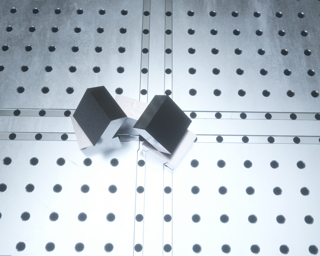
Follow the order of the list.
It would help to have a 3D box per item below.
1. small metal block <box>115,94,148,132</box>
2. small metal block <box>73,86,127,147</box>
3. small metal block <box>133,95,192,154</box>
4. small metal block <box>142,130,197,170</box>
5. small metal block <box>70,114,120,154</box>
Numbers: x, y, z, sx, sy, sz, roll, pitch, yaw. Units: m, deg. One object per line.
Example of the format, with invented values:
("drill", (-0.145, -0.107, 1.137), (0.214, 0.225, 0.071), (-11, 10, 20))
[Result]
("small metal block", (-0.034, -0.016, 0.404), (0.050, 0.050, 0.025), (18, 71, 6))
("small metal block", (-0.073, -0.014, 0.373), (0.025, 0.050, 0.050), (-20, 66, -48))
("small metal block", (0.004, -0.004, 0.372), (0.050, 0.025, 0.050), (44, 69, -32))
("small metal block", (0.012, 0.019, 0.405), (0.050, 0.025, 0.050), (34, 73, 11))
("small metal block", (-0.086, 0.001, 0.411), (0.050, 0.025, 0.050), (-18, 71, -7))
